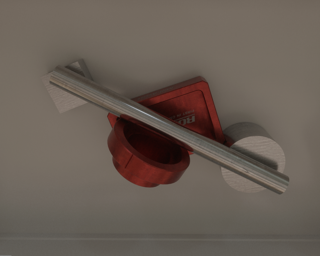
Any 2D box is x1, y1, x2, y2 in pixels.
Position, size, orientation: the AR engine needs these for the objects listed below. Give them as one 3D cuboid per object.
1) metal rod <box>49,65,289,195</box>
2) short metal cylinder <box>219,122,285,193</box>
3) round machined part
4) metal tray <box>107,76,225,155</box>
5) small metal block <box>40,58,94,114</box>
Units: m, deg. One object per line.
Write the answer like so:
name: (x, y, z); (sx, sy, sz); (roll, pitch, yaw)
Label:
metal rod: (0.014, 0.004, 0.368); (0.301, 0.025, 0.025); (26, 108, -3)
short metal cylinder: (0.117, 0.038, 0.412); (0.081, 0.050, 0.079); (0, 110, -1)
round machined part: (-0.017, 0.032, 0.369); (0.098, 0.098, 0.042); (26, 116, -10)
metal tray: (0.009, -0.004, 0.405); (0.131, 0.030, 0.090); (-18, 109, 6)
small metal block: (-0.111, -0.053, 0.388); (0.050, 0.025, 0.050); (-21, 109, 7)
